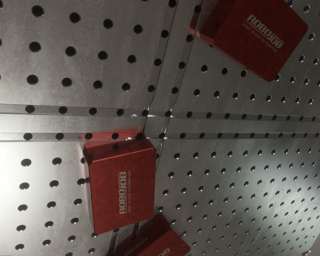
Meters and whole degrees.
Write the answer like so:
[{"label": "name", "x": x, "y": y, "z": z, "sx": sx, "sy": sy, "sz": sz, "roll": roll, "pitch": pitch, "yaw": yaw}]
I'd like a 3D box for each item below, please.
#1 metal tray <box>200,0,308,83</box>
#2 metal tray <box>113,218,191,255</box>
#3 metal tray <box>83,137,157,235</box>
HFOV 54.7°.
[{"label": "metal tray", "x": 0.125, "y": -0.125, "z": 0.401, "sx": 0.131, "sy": 0.030, "sz": 0.090, "roll": 21, "pitch": 107, "yaw": -37}, {"label": "metal tray", "x": -0.020, "y": 0.224, "z": 0.538, "sx": 0.130, "sy": 0.030, "sz": 0.090, "roll": -37, "pitch": 130, "yaw": -4}, {"label": "metal tray", "x": -0.054, "y": 0.081, "z": 0.430, "sx": 0.091, "sy": 0.030, "sz": 0.129, "roll": -11, "pitch": 124, "yaw": -23}]
